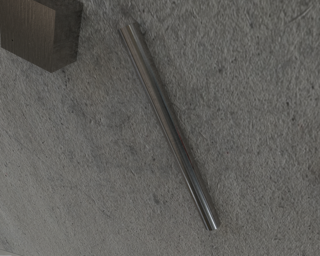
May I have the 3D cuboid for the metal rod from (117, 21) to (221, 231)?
[{"bbox_3d":[0.020,0.012,0.402,0.025,0.025,0.299,-11,113,32],"label":"metal rod"}]

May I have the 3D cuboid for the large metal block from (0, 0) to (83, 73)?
[{"bbox_3d":[-0.149,-0.128,0.388,0.080,0.050,0.079,27,128,10],"label":"large metal block"}]
